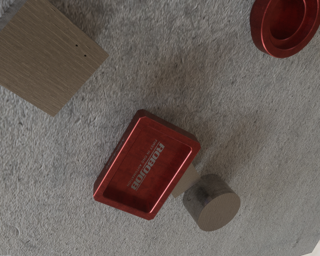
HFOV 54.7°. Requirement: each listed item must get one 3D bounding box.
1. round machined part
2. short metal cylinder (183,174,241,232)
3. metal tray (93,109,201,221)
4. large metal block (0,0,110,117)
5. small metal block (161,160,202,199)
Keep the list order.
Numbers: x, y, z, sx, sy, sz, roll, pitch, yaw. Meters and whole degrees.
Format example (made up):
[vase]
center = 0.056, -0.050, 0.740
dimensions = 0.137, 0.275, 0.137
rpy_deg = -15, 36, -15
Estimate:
[round machined part]
center = 0.154, -0.142, 0.392
dimensions = 0.099, 0.042, 0.097
rpy_deg = -14, 124, -21
[short metal cylinder]
center = 0.085, 0.124, 0.514
dimensions = 0.081, 0.050, 0.079
rpy_deg = -14, 124, -21
[metal tray]
center = -0.019, 0.051, 0.408
dimensions = 0.090, 0.030, 0.129
rpy_deg = 27, 104, -19
[large metal block]
center = -0.109, -0.070, 0.287
dimensions = 0.080, 0.050, 0.080
rpy_deg = -47, 129, 5
[small metal block]
center = 0.028, 0.071, 0.466
dimensions = 0.050, 0.025, 0.050
rpy_deg = -36, 129, -5
